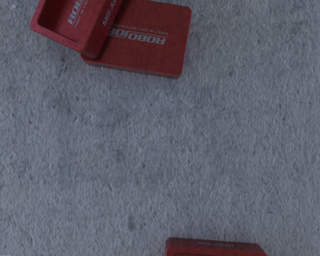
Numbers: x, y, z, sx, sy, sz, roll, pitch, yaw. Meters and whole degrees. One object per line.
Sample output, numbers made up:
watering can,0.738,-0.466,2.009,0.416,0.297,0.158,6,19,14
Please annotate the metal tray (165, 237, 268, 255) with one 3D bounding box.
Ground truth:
metal tray,0.070,0.198,0.408,0.131,0.030,0.089,5,90,-1

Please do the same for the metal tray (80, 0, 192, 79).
metal tray,-0.030,-0.120,0.407,0.131,0.030,0.089,9,90,-1

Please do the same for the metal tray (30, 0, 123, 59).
metal tray,-0.093,-0.161,0.376,0.090,0.030,0.129,28,96,20
